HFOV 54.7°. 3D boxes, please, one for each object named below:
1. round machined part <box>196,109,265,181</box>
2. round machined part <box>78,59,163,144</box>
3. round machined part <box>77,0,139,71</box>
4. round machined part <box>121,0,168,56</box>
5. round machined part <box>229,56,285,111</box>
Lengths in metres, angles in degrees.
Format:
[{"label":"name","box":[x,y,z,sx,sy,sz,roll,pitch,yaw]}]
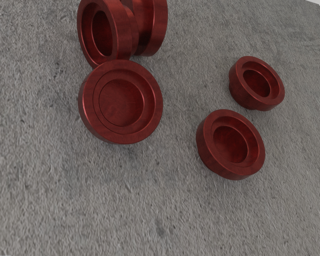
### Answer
[{"label":"round machined part","box":[0.092,0.026,0.426,0.099,0.042,0.098,14,56,-21]},{"label":"round machined part","box":[-0.049,-0.029,0.369,0.099,0.042,0.097,3,85,-29]},{"label":"round machined part","box":[-0.064,-0.121,0.397,0.042,0.097,0.098,-21,73,-36]},{"label":"round machined part","box":[-0.032,-0.150,0.432,0.042,0.097,0.098,-3,64,-30]},{"label":"round machined part","box":[0.156,-0.069,0.519,0.099,0.042,0.098,14,56,-21]}]
